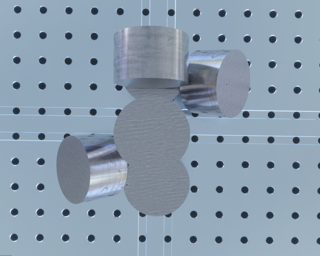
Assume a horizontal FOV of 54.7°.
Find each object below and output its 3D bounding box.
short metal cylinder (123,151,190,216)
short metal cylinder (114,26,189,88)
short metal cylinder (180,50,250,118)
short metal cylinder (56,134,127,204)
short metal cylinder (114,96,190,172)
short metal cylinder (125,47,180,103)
[{"bbox_3d":[-0.004,0.067,0.400,0.081,0.050,0.079,0,91,-1],"label":"short metal cylinder"},{"bbox_3d":[-0.009,-0.073,0.334,0.081,0.080,0.050,0,90,0],"label":"short metal cylinder"},{"bbox_3d":[0.069,-0.055,0.379,0.050,0.080,0.080,11,90,40],"label":"short metal cylinder"},{"bbox_3d":[-0.085,0.048,0.380,0.050,0.080,0.080,-2,90,-44],"label":"short metal cylinder"},{"bbox_3d":[-0.008,0.006,0.350,0.081,0.050,0.079,0,90,0],"label":"short metal cylinder"},{"bbox_3d":[-0.007,-0.069,0.400,0.081,0.050,0.079,0,91,0],"label":"short metal cylinder"}]
